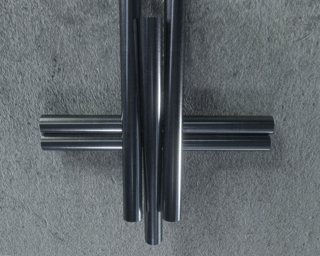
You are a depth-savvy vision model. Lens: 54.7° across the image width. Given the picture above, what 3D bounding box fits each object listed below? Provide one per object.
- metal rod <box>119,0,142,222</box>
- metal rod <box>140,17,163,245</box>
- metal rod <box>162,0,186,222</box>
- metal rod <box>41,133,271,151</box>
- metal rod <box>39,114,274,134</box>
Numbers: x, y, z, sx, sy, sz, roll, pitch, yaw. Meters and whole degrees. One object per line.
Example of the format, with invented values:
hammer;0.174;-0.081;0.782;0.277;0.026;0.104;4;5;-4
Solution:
metal rod;-0.035;-0.027;0.378;0.025;0.025;0.298;0;102;-1
metal rod;-0.009;0.018;0.390;0.025;0.025;0.298;0;110;0
metal rod;0.017;-0.028;0.378;0.025;0.025;0.298;0;102;-1
metal rod;-0.005;0.019;0.419;0.302;0.025;0.025;0;110;-1
metal rod;-0.003;-0.005;0.410;0.302;0.025;0.025;0;110;-1
